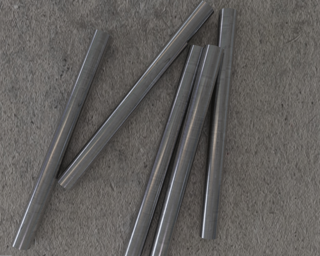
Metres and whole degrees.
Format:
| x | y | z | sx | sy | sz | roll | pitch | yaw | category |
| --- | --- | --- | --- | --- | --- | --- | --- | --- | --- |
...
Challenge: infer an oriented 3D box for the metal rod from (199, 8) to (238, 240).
| x | y | z | sx | sy | sz | roll | pitch | yaw | category |
| --- | --- | --- | --- | --- | --- | --- | --- | --- | --- |
| 0.077 | -0.005 | 0.410 | 0.025 | 0.025 | 0.298 | 5 | 90 | 0 | metal rod |

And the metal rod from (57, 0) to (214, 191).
| x | y | z | sx | sy | sz | roll | pitch | yaw | category |
| --- | --- | --- | --- | --- | --- | --- | --- | --- | --- |
| -0.032 | -0.043 | 0.409 | 0.025 | 0.025 | 0.300 | 39 | 90 | 0 | metal rod |

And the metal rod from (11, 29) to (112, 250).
| x | y | z | sx | sy | sz | roll | pitch | yaw | category |
| --- | --- | --- | --- | --- | --- | --- | --- | --- | --- |
| -0.129 | 0.015 | 0.408 | 0.025 | 0.025 | 0.299 | 21 | 90 | 0 | metal rod |

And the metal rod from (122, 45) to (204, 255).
| x | y | z | sx | sy | sz | roll | pitch | yaw | category |
| --- | --- | --- | --- | --- | --- | --- | --- | --- | --- |
| 0.005 | 0.037 | 0.409 | 0.025 | 0.025 | 0.298 | 18 | 90 | 0 | metal rod |

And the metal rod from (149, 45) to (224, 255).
| x | y | z | sx | sy | sz | roll | pitch | yaw | category |
| --- | --- | --- | --- | --- | --- | --- | --- | --- | --- |
| 0.031 | 0.043 | 0.400 | 0.025 | 0.025 | 0.298 | 15 | 94 | 0 | metal rod |
